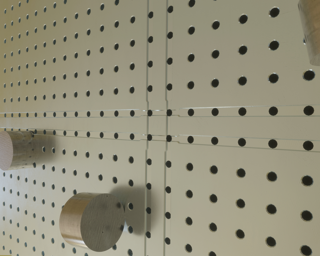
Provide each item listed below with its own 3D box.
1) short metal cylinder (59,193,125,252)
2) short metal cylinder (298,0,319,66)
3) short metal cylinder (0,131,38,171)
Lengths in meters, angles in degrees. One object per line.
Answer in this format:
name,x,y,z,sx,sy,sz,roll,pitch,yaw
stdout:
short metal cylinder,-0.098,0.136,0.455,0.050,0.081,0.080,-7,85,40
short metal cylinder,0.157,-0.086,0.244,0.080,0.081,0.050,-14,81,39
short metal cylinder,-0.296,0.045,0.638,0.080,0.050,0.079,0,90,40
